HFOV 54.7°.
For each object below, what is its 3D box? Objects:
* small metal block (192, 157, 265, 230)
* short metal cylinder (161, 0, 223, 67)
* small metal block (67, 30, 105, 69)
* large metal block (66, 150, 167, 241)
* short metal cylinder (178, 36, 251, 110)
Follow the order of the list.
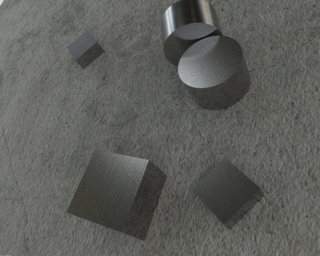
[{"bbox_3d":[0.071,0.068,0.325,0.050,0.025,0.050,-44,51,-2],"label":"small metal block"},{"bbox_3d":[0.043,-0.127,0.424,0.080,0.080,0.050,-17,55,18],"label":"short metal cylinder"},{"bbox_3d":[-0.135,-0.143,0.562,0.050,0.025,0.050,-39,51,2],"label":"small metal block"},{"bbox_3d":[-0.049,0.077,0.366,0.080,0.050,0.080,7,65,31],"label":"large metal block"},{"bbox_3d":[0.070,-0.070,0.394,0.080,0.050,0.080,-13,56,21],"label":"short metal cylinder"}]
